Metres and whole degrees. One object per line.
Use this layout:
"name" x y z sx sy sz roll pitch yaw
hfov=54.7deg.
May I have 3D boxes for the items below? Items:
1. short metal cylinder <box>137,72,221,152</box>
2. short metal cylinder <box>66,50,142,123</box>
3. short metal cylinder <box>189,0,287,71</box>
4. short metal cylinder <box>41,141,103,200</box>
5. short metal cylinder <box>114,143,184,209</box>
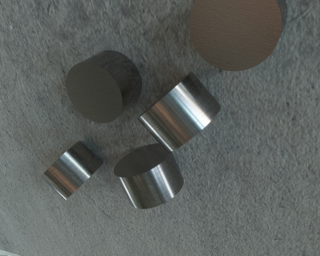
"short metal cylinder" 0.021 -0.018 0.348 0.050 0.080 0.080 48 129 -6
"short metal cylinder" -0.070 -0.053 0.393 0.080 0.050 0.079 13 124 20
"short metal cylinder" 0.074 -0.100 0.290 0.080 0.050 0.079 13 124 20
"short metal cylinder" -0.135 0.065 0.481 0.050 0.080 0.080 46 129 -4
"short metal cylinder" -0.015 0.063 0.416 0.080 0.080 0.050 -10 113 32
